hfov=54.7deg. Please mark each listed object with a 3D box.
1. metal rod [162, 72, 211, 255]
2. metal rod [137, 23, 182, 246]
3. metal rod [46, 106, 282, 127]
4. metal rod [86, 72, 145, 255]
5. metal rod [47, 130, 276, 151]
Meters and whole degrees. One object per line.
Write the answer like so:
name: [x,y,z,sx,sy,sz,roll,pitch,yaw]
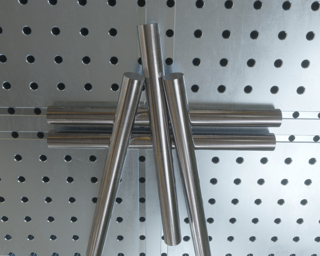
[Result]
metal rod: [0.041,0.071,0.420,0.025,0.025,0.298,-10,117,3]
metal rod: [0.003,0.023,0.396,0.025,0.025,0.298,-6,110,2]
metal rod: [0.007,-0.015,0.408,0.302,0.025,0.025,1,110,-1]
metal rod: [-0.066,0.069,0.418,0.025,0.025,0.298,13,117,-5]
metal rod: [0.003,0.017,0.420,0.302,0.025,0.025,1,110,-1]
